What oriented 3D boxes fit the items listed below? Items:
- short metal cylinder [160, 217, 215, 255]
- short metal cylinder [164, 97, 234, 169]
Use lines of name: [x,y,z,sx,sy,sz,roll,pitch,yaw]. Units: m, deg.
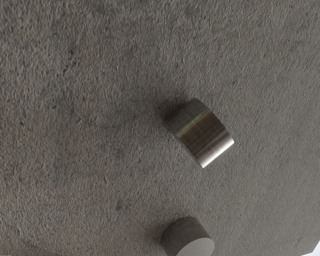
short metal cylinder: [0.048,0.203,0.542,0.081,0.050,0.079,-14,124,-21]
short metal cylinder: [0.050,0.007,0.402,0.050,0.080,0.080,-40,129,-1]
